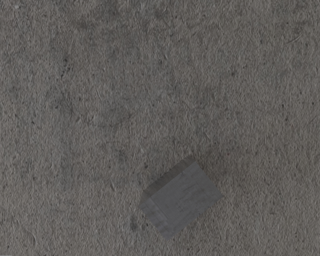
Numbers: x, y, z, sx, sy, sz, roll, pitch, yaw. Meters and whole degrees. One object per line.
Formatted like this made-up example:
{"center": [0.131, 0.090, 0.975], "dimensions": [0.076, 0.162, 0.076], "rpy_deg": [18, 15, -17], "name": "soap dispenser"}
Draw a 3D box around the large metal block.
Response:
{"center": [0.024, 0.081, 0.383], "dimensions": [0.080, 0.080, 0.050], "rpy_deg": [-39, 90, 0], "name": "large metal block"}
